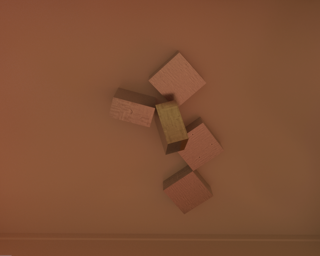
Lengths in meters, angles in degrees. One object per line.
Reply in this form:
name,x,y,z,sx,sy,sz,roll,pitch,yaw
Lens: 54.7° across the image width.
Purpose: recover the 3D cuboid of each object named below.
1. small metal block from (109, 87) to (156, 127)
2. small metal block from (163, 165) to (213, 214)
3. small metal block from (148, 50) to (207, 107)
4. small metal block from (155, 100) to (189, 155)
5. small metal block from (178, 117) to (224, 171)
small metal block,-0.033,-0.027,0.388,0.050,0.050,0.025,15,109,-6
small metal block,0.040,0.087,0.444,0.050,0.025,0.050,-36,107,12
small metal block,0.021,-0.061,0.389,0.050,0.025,0.050,-41,106,13
small metal block,0.013,0.001,0.381,0.025,0.050,0.050,-15,72,-7
small metal block,0.050,0.021,0.420,0.050,0.025,0.050,-35,107,12
